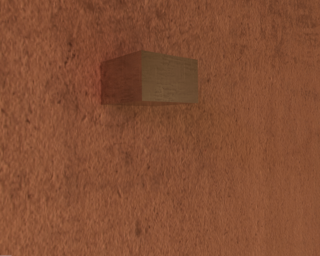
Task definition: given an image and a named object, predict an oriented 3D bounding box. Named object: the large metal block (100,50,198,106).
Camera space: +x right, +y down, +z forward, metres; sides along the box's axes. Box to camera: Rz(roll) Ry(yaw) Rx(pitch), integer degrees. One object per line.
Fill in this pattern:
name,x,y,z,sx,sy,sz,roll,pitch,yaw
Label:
large metal block,-0.013,-0.053,0.360,0.081,0.080,0.050,-2,91,-40
